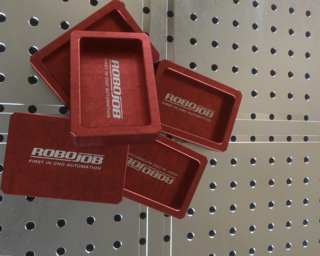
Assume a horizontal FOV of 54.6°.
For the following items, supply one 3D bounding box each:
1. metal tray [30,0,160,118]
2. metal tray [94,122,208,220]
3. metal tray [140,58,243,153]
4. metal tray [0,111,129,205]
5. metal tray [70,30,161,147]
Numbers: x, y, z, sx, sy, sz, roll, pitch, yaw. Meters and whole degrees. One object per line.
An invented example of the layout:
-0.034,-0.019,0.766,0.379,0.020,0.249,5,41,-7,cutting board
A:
-0.077,-0.083,0.380,0.130,0.030,0.090,-41,102,-15,metal tray
-0.012,0.053,0.404,0.131,0.030,0.090,27,82,-18,metal tray
0.041,-0.028,0.423,0.131,0.030,0.090,19,84,-19,metal tray
-0.103,0.034,0.354,0.131,0.030,0.090,7,88,-6,metal tray
-0.052,-0.046,0.345,0.091,0.030,0.130,-2,67,-13,metal tray
